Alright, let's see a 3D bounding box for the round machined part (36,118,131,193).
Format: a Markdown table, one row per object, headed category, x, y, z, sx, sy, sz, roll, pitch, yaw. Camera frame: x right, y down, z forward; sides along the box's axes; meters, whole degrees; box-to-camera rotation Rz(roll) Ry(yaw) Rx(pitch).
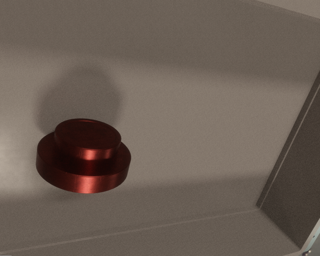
| category | x | y | z | sx | sy | sz | roll | pitch | yaw |
| --- | --- | --- | --- | --- | --- | --- | --- | --- | --- |
| round machined part | -0.079 | 0.023 | 0.333 | 0.099 | 0.098 | 0.042 | 1 | 118 | -29 |
